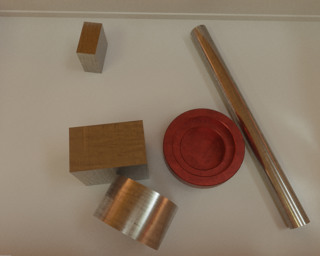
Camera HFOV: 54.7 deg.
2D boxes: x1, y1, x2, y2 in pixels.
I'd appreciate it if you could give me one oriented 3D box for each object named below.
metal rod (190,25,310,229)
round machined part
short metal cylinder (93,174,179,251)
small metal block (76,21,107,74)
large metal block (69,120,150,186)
[{"bbox_3d":[0.112,-0.015,0.416,0.025,0.025,0.299,-20,71,-8],"label":"metal rod"},{"bbox_3d":[0.053,0.028,0.391,0.099,0.042,0.098,0,70,-1],"label":"round machined part"},{"bbox_3d":[-0.026,0.094,0.346,0.080,0.080,0.050,26,72,9],"label":"short metal cylinder"},{"bbox_3d":[-0.094,-0.112,0.436,0.025,0.050,0.050,7,70,2],"label":"small metal block"},{"bbox_3d":[-0.056,0.033,0.367,0.081,0.080,0.050,-6,69,-3],"label":"large metal block"}]
